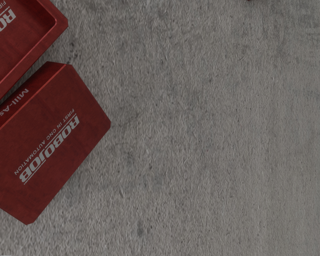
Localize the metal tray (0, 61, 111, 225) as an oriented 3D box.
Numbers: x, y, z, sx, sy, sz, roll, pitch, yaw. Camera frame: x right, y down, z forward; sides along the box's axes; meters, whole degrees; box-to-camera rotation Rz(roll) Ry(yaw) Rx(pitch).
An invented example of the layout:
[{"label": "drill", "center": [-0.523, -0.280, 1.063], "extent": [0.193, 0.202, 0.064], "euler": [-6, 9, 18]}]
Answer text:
[{"label": "metal tray", "center": [-0.112, 0.012, 0.290], "extent": [0.130, 0.030, 0.090], "euler": [-55, 140, -26]}]

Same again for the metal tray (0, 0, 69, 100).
[{"label": "metal tray", "center": [-0.156, -0.081, 0.270], "extent": [0.090, 0.030, 0.130], "euler": [46, 63, -30]}]
